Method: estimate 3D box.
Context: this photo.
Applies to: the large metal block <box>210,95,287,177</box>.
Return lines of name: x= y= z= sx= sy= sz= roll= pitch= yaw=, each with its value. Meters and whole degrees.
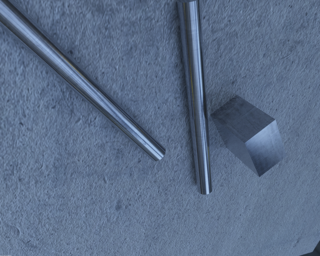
large metal block: x=0.127 y=0.011 z=0.447 sx=0.050 sy=0.080 sz=0.080 roll=-37 pitch=129 yaw=-4

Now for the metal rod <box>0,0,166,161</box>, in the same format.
metal rod: x=-0.083 y=-0.048 z=0.331 sx=0.025 sy=0.025 sz=0.300 roll=-43 pitch=130 yaw=1

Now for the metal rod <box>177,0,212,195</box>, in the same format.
metal rod: x=0.052 y=-0.020 z=0.422 sx=0.025 sy=0.025 sz=0.298 roll=-22 pitch=127 yaw=-16
